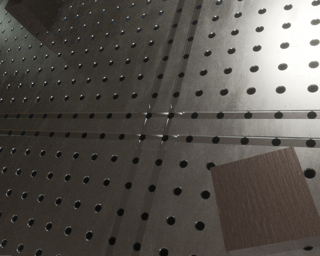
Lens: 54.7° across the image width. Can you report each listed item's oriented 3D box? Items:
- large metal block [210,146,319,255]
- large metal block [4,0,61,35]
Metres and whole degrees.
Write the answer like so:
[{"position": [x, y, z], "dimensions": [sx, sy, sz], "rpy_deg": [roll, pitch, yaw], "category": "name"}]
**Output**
[{"position": [0.100, 0.073, 0.295], "dimensions": [0.080, 0.050, 0.080], "rpy_deg": [-18, 55, 17], "category": "large metal block"}, {"position": [-0.275, -0.264, 0.676], "dimensions": [0.050, 0.080, 0.080], "rpy_deg": [-3, 60, 26], "category": "large metal block"}]
